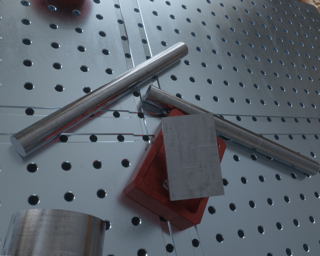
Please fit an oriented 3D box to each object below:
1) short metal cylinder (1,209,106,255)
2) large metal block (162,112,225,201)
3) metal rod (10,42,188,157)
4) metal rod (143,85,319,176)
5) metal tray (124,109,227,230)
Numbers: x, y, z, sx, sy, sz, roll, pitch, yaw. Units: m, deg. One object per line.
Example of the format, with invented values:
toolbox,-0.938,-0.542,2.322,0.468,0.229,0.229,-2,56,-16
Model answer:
short metal cylinder,-0.089,0.105,0.262,0.081,0.080,0.050,15,56,-21
large metal block,0.031,0.034,0.334,0.050,0.080,0.080,-6,79,-1
metal rod,-0.055,-0.055,0.413,0.025,0.025,0.302,47,51,4
metal rod,0.117,0.009,0.467,0.302,0.025,0.025,23,53,-15
metal tray,0.025,0.048,0.390,0.090,0.030,0.130,34,51,-6
